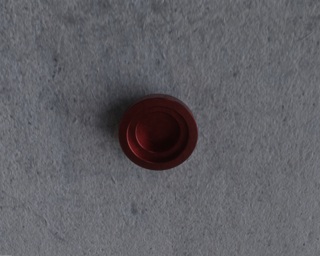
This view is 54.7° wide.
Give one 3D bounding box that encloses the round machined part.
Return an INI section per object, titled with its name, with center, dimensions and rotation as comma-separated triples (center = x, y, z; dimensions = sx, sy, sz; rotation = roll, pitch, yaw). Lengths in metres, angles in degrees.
[round machined part]
center = -0.002, 0.002, 0.402
dimensions = 0.099, 0.042, 0.097
rotation = 0, 110, -1
